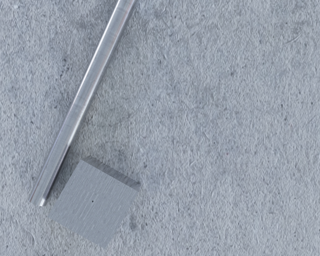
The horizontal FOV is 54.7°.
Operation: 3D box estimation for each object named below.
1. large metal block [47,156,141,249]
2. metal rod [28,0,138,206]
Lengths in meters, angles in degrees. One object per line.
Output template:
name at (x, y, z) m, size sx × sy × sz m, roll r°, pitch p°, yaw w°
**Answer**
large metal block at (-0.080, 0.092, 0.397) m, size 0.080 × 0.050 × 0.080 m, roll 30°, pitch 90°, yaw 0°
metal rod at (-0.101, -0.039, 0.409) m, size 0.025 × 0.025 × 0.299 m, roll 24°, pitch 90°, yaw 0°
